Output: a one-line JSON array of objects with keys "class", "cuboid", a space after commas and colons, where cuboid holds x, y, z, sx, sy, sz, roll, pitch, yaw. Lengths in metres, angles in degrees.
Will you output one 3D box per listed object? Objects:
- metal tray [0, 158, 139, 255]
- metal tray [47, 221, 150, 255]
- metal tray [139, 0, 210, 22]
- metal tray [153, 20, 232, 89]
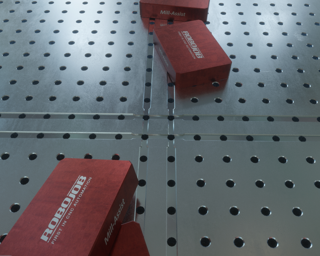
[{"class": "metal tray", "cuboid": [-0.085, 0.086, 0.304, 0.090, 0.030, 0.130, 1, 39, 19]}, {"class": "metal tray", "cuboid": [-0.043, 0.158, 0.271, 0.091, 0.030, 0.130, -15, 52, -13]}, {"class": "metal tray", "cuboid": [0.032, -0.252, 0.616, 0.131, 0.030, 0.090, 8, 50, 6]}, {"class": "metal tray", "cuboid": [0.049, -0.125, 0.510, 0.091, 0.030, 0.130, -13, 51, -11]}]
